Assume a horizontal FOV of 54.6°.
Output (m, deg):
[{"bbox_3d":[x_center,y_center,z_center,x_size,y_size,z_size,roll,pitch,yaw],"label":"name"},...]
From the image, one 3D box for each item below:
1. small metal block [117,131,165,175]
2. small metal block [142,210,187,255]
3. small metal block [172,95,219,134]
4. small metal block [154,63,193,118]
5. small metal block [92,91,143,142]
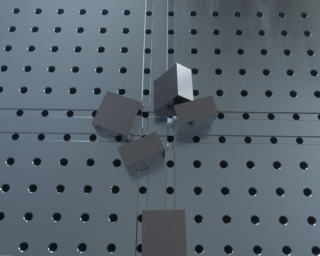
[{"bbox_3d":[-0.022,0.033,0.387,0.050,0.050,0.025,-23,72,-8],"label":"small metal block"},{"bbox_3d":[0.005,0.124,0.367,0.050,0.025,0.050,-1,70,0],"label":"small metal block"},{"bbox_3d":[0.044,-0.016,0.404,0.050,0.050,0.025,-15,75,-5],"label":"small metal block"},{"bbox_3d":[0.017,-0.049,0.410,0.025,0.050,0.050,19,56,-32],"label":"small metal block"},{"bbox_3d":[-0.056,-0.016,0.417,0.050,0.025,0.050,19,71,7],"label":"small metal block"}]
